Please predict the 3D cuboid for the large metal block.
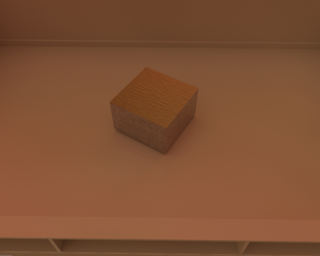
[{"bbox_3d":[-0.006,-0.025,0.406,0.080,0.050,0.080,25,54,19],"label":"large metal block"}]
